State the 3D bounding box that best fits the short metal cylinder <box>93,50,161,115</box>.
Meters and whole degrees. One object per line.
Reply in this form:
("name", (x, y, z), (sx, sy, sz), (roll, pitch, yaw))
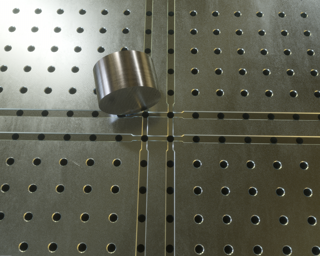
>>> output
("short metal cylinder", (-0.043, -0.056, 0.403), (0.080, 0.080, 0.050), (-12, 71, -4))
